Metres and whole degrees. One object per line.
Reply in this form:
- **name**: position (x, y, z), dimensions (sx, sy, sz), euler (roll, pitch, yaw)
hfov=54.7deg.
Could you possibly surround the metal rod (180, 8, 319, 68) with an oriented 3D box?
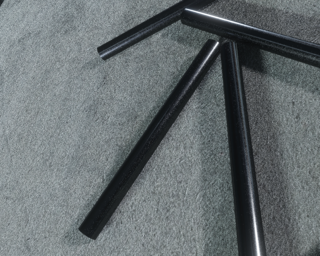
- **metal rod**: position (0.140, -0.111, 0.398), dimensions (0.300, 0.025, 0.025), euler (33, 80, 38)

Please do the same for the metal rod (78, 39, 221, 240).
- **metal rod**: position (-0.005, 0.006, 0.403), dimensions (0.025, 0.025, 0.300), euler (25, 75, 36)

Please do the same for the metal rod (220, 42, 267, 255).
- **metal rod**: position (0.089, 0.021, 0.344), dimensions (0.025, 0.025, 0.299), euler (-12, 57, 22)

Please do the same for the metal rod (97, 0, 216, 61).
- **metal rod**: position (0.031, -0.190, 0.504), dimensions (0.300, 0.025, 0.025), euler (-25, 53, 12)
